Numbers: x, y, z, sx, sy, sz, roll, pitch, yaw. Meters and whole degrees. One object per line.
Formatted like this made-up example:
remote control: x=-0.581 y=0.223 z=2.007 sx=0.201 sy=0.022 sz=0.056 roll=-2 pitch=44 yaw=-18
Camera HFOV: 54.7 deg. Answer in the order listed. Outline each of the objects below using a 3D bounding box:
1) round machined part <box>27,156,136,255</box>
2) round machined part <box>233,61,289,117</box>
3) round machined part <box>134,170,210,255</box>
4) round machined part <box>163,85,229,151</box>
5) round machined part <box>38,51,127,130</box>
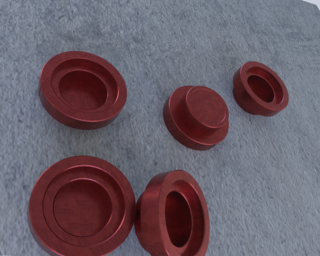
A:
round machined part: x=-0.077 y=0.080 z=0.304 sx=0.099 sy=0.042 sz=0.098 roll=14 pitch=56 yaw=-21
round machined part: x=0.163 y=-0.061 z=0.520 sx=0.099 sy=0.042 sz=0.098 roll=14 pitch=56 yaw=-21
round machined part: x=0.010 y=0.096 z=0.324 sx=0.098 sy=0.042 sz=0.098 roll=30 pitch=52 yaw=-47
round machined part: x=0.057 y=-0.021 z=0.438 sx=0.099 sy=0.042 sz=0.098 roll=14 pitch=56 yaw=-21
round machined part: x=-0.093 y=-0.040 z=0.368 sx=0.099 sy=0.042 sz=0.098 roll=14 pitch=56 yaw=-21
